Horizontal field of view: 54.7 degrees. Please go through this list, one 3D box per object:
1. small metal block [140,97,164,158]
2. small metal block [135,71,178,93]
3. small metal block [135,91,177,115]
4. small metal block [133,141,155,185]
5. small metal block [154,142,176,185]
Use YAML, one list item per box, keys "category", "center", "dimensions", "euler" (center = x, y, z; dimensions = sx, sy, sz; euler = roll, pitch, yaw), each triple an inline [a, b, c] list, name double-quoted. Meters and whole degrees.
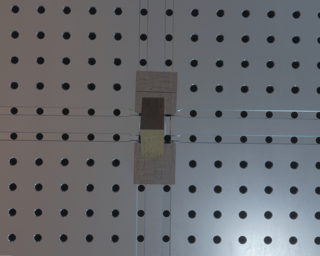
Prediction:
- category: "small metal block"
  center: [-0.008, 0.000, 0.359]
  dimensions: [0.025, 0.050, 0.050]
  euler: [1, 48, 0]
- category: "small metal block"
  center: [-0.004, -0.056, 0.400]
  dimensions: [0.050, 0.050, 0.025]
  euler: [2, 90, -1]
- category: "small metal block"
  center: [-0.005, -0.031, 0.400]
  dimensions: [0.050, 0.050, 0.025]
  euler: [2, 90, -1]
- category: "small metal block"
  center: [-0.019, 0.043, 0.400]
  dimensions: [0.025, 0.050, 0.050]
  euler: [1, 90, 0]
- category: "small metal block"
  center: [0.006, 0.044, 0.400]
  dimensions: [0.025, 0.050, 0.050]
  euler: [1, 90, 0]
